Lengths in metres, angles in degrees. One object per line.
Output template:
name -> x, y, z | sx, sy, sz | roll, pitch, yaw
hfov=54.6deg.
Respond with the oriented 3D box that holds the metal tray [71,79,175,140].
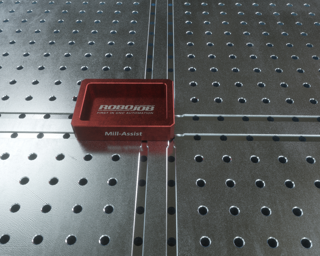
metal tray -> -0.047, -0.027, 0.426 | 0.131, 0.030, 0.090 | 0, 50, 0
